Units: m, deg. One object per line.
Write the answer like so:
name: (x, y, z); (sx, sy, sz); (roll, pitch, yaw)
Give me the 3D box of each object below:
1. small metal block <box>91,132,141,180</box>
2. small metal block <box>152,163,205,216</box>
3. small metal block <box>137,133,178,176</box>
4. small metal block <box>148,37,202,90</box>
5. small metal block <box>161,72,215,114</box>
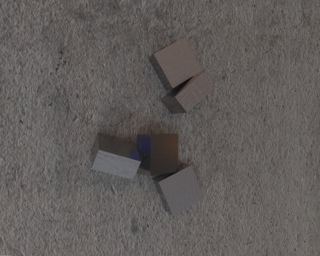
small metal block: (-0.054, 0.033, 0.373); (0.050, 0.050, 0.025); (18, 107, -19)
small metal block: (0.025, 0.082, 0.418); (0.050, 0.025, 0.050); (-25, 99, -18)
small metal block: (-0.003, 0.032, 0.398); (0.050, 0.025, 0.050); (-1, 90, -46)
small metal block: (0.020, -0.086, 0.416); (0.050, 0.025, 0.050); (-33, 101, -17)
small metal block: (0.035, -0.045, 0.409); (0.050, 0.050, 0.025); (-42, 104, -15)
